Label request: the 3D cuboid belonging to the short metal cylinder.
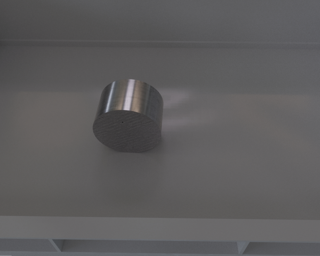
[{"bbox_3d":[-0.037,-0.013,0.380,0.080,0.080,0.050,3,50,2],"label":"short metal cylinder"}]
